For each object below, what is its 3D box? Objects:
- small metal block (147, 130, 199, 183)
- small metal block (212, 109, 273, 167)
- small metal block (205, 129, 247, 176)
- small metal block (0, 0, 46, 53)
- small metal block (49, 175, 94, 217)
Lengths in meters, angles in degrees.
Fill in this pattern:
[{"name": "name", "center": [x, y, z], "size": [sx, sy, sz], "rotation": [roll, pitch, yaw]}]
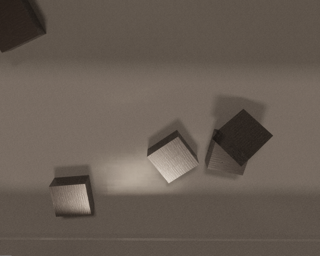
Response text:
[{"name": "small metal block", "center": [0.018, 0.039, 0.426], "size": [0.050, 0.025, 0.050], "rotation": [-34, 107, 11]}, {"name": "small metal block", "center": [0.105, 0.012, 0.393], "size": [0.050, 0.025, 0.050], "rotation": [-37, 74, -26]}, {"name": "small metal block", "center": [0.094, 0.033, 0.425], "size": [0.050, 0.025, 0.050], "rotation": [11, 110, -5]}, {"name": "small metal block", "center": [-0.173, -0.123, 0.363], "size": [0.050, 0.025, 0.050], "rotation": [-23, 109, 7]}, {"name": "small metal block", "center": [-0.126, 0.098, 0.446], "size": [0.050, 0.025, 0.050], "rotation": [-5, 110, 1]}]
